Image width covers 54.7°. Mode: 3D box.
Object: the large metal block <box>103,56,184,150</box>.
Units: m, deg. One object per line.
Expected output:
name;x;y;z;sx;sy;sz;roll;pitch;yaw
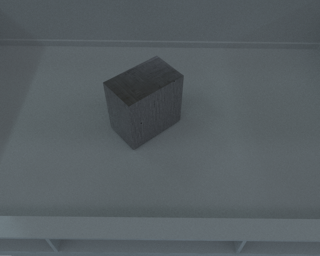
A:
large metal block;-0.019;-0.032;0.392;0.081;0.080;0.050;-33;58;-25
